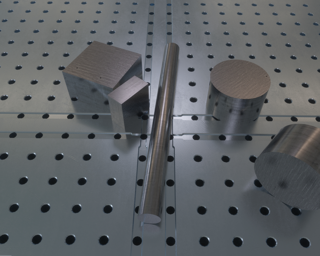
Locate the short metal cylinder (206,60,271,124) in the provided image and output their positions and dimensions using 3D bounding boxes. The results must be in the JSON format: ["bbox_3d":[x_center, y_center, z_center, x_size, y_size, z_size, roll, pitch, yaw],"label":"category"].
[{"bbox_3d":[0.108,-0.051,0.435,0.081,0.050,0.080,0,50,0],"label":"short metal cylinder"}]

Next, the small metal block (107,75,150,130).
[{"bbox_3d":[-0.041,-0.034,0.420,0.025,0.050,0.050,33,58,24],"label":"small metal block"}]

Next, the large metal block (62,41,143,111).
[{"bbox_3d":[-0.080,-0.076,0.455,0.080,0.050,0.080,20,53,16],"label":"large metal block"}]

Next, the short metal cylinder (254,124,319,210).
[{"bbox_3d":[0.152,0.042,0.338,0.080,0.080,0.050,34,58,25],"label":"short metal cylinder"}]

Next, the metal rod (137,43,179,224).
[{"bbox_3d":[0.004,-0.018,0.422,0.025,0.025,0.300,5,50,4],"label":"metal rod"}]
